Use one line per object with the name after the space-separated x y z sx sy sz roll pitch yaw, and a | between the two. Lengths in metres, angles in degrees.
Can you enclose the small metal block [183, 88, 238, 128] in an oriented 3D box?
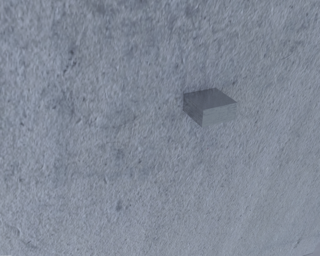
0.065 -0.028 0.408 0.050 0.050 0.025 -13 124 -21 | small metal block
